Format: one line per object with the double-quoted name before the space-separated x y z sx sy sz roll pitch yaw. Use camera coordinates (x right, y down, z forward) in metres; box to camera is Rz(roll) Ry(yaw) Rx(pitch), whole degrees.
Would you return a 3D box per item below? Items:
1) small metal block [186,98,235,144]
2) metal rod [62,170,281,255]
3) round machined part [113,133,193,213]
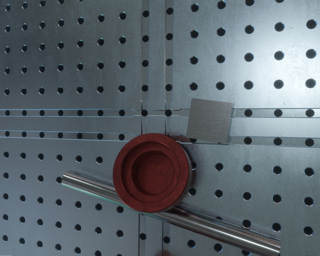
"small metal block" 0.064 -0.009 0.390 0.050 0.025 0.050 9 93 19
"metal rod" 0.001 0.109 0.411 0.301 0.025 0.025 14 95 19
"round machined part" -0.007 0.059 0.396 0.098 0.042 0.098 -5 72 16
